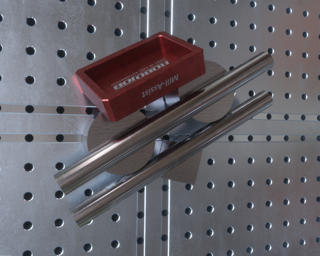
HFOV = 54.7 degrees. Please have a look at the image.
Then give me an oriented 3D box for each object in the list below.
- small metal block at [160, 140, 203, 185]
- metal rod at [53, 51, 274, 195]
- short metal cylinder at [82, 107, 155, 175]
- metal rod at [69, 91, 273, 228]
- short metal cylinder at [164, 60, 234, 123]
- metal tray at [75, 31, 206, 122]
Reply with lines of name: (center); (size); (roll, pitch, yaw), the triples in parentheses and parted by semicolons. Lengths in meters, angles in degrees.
small metal block: (0.026, 0.047, 0.422); (0.050, 0.025, 0.050); (16, 85, -20)
metal rod: (0.019, -0.016, 0.366); (0.302, 0.025, 0.025); (-31, 101, -18)
short metal cylinder: (-0.052, 0.014, 0.381); (0.081, 0.050, 0.079); (0, 90, -21)
metal rod: (0.028, 0.030, 0.396); (0.302, 0.025, 0.025); (-30, 100, -18)
short metal cylinder: (0.052, -0.047, 0.420); (0.081, 0.050, 0.079); (0, 90, -21)
metal tray: (-0.023, -0.067, 0.369); (0.131, 0.090, 0.030); (-30, 132, -18)
